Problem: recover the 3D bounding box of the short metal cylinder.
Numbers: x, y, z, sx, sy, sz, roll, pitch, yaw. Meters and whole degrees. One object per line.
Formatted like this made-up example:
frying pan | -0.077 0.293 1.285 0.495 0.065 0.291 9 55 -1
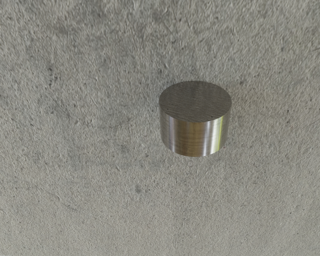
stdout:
short metal cylinder | 0.040 -0.012 0.361 0.080 0.080 0.050 -2 130 1
